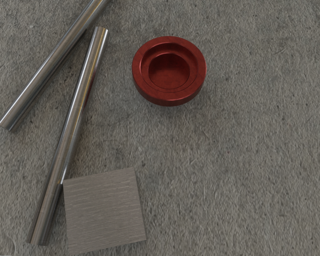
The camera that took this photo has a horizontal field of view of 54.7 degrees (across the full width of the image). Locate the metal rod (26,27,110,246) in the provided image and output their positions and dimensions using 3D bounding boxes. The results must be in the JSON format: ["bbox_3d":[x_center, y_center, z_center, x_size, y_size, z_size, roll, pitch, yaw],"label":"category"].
[{"bbox_3d":[-0.114,-0.004,0.408,0.025,0.025,0.299,10,70,3],"label":"metal rod"}]

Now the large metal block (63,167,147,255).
[{"bbox_3d":[-0.062,0.096,0.359,0.081,0.050,0.080,-10,71,-4],"label":"large metal block"}]

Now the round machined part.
[{"bbox_3d":[0.012,-0.074,0.426,0.099,0.042,0.098,0,70,-1],"label":"round machined part"}]

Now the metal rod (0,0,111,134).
[{"bbox_3d":[-0.133,-0.124,0.451,0.025,0.025,0.300,26,72,9],"label":"metal rod"}]
